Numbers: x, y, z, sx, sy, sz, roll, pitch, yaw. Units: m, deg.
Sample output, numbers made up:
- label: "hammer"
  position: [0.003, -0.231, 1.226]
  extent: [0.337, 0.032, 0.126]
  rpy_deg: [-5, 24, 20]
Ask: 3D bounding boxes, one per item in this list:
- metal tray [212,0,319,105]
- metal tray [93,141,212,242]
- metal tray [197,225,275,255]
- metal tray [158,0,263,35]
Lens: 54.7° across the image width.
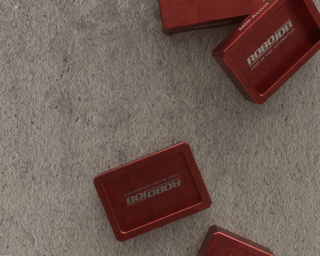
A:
- label: "metal tray"
  position: [0.142, -0.105, 0.391]
  extent: [0.130, 0.030, 0.090]
  rpy_deg: [-44, 114, 0]
- label: "metal tray"
  position: [-0.009, 0.081, 0.407]
  extent: [0.131, 0.030, 0.090]
  rpy_deg: [-22, 90, 0]
- label: "metal tray"
  position: [0.085, 0.207, 0.408]
  extent: [0.090, 0.030, 0.129]
  rpy_deg: [24, 90, 0]
- label: "metal tray"
  position: [0.062, -0.180, 0.408]
  extent: [0.131, 0.030, 0.089]
  rpy_deg: [-9, 90, 0]
